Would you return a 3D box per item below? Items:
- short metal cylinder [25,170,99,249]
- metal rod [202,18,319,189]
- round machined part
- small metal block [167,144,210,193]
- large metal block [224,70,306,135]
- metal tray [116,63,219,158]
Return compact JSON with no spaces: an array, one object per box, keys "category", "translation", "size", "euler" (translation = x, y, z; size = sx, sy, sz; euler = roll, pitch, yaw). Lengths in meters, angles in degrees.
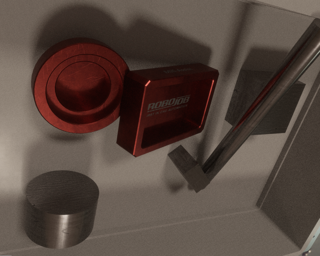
[{"category":"short metal cylinder","translation":[-0.117,0.094,0.369],"size":[0.081,0.080,0.050],"euler":[0,119,-29]},{"category":"metal rod","translation":[0.109,-0.002,0.395],"size":[0.025,0.025,0.298],"euler":[-6,144,-26]},{"category":"round machined part","translation":[-0.082,-0.046,0.325],"size":[0.099,0.042,0.097],"euler":[-14,124,-21]},{"category":"small metal block","translation":[0.042,0.060,0.455],"size":[0.025,0.050,0.050],"euler":[-37,130,-4]},{"category":"large metal block","translation":[0.152,-0.037,0.455],"size":[0.081,0.050,0.079],"euler":[-3,120,-28]},{"category":"metal tray","translation":[0.013,-0.026,0.368],"size":[0.131,0.030,0.089],"euler":[-17,129,-45]}]
